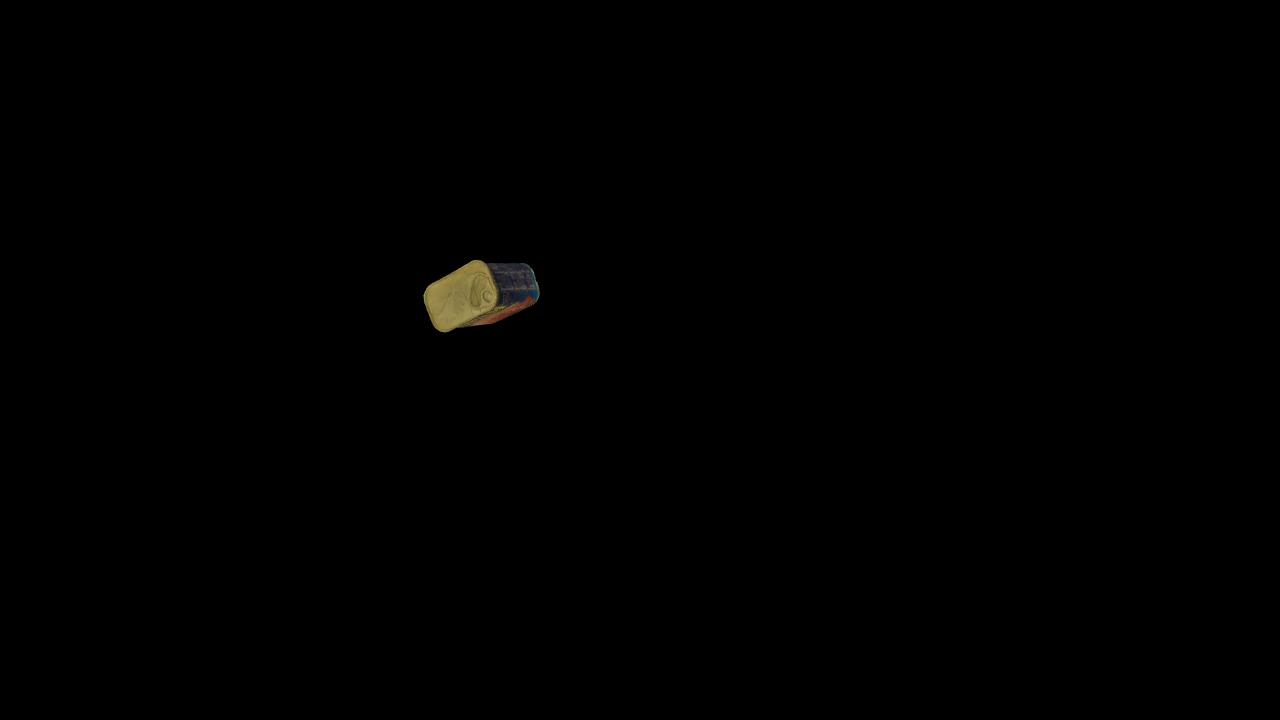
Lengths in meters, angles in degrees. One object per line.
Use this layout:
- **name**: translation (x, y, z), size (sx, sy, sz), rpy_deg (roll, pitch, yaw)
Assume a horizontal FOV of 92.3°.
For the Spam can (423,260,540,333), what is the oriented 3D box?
- **Spam can**: translation (-0.180, -0.075, 0.710), size (0.101, 0.058, 0.085), rpy_deg (-21, -1, 27)
